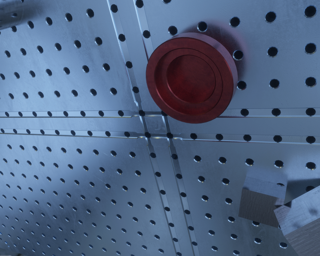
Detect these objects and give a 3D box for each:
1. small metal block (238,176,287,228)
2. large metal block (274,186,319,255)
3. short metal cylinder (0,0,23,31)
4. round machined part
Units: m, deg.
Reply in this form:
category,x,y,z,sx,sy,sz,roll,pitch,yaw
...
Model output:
category,x,y,z,sx,sy,sz,roll,pitch,yaw
small metal block,0.132,0.096,0.401,0.050,0.025,0.050,12,123,21
large metal block,0.191,0.117,0.350,0.080,0.050,0.080,-35,100,16
short metal cylinder,-0.233,-0.168,0.411,0.080,0.050,0.079,13,124,20
round machined part,0.037,-0.057,0.344,0.098,0.042,0.097,13,124,20
